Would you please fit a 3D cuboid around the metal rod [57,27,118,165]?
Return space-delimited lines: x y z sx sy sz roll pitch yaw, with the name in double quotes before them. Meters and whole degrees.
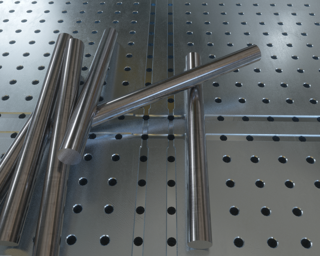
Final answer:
"metal rod" -0.090 -0.068 0.434 0.025 0.025 0.300 1 41 1

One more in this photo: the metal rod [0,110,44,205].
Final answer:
"metal rod" -0.169 0.013 0.396 0.025 0.025 0.300 9 51 8

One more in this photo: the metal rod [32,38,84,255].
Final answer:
"metal rod" -0.116 0.008 0.370 0.025 0.025 0.299 -2 59 -1

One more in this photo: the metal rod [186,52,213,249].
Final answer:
"metal rod" 0.047 0.002 0.406 0.025 0.025 0.300 2 50 2

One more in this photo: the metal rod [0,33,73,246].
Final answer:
"metal rod" -0.148 -0.010 0.390 0.025 0.025 0.300 2 56 1

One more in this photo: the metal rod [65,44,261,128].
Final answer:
"metal rod" 0.002 -0.052 0.426 0.302 0.025 0.025 -23 53 -9
